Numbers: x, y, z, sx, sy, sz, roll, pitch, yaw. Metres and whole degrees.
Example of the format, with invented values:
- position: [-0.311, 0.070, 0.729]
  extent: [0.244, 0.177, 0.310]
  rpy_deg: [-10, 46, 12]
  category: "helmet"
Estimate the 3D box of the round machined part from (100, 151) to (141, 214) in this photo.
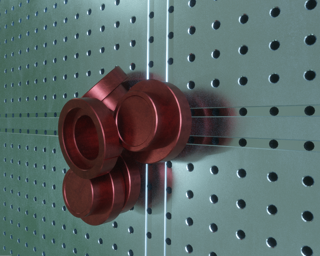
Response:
- position: [-0.077, 0.075, 0.436]
  extent: [0.098, 0.042, 0.097]
  rpy_deg: [0, 90, 40]
  category: "round machined part"

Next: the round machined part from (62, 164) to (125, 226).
- position: [-0.096, 0.084, 0.424]
  extent: [0.098, 0.042, 0.097]
  rpy_deg: [0, 90, 40]
  category: "round machined part"

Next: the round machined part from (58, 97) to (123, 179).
- position: [-0.081, 0.010, 0.383]
  extent: [0.098, 0.042, 0.097]
  rpy_deg: [10, 105, 41]
  category: "round machined part"

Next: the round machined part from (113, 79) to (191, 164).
- position: [-0.016, -0.008, 0.356]
  extent: [0.098, 0.042, 0.097]
  rpy_deg: [-1, 89, 40]
  category: "round machined part"

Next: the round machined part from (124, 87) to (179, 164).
- position: [-0.018, -0.004, 0.387]
  extent: [0.098, 0.042, 0.097]
  rpy_deg: [0, 90, 40]
  category: "round machined part"

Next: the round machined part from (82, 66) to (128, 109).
- position: [-0.081, -0.040, 0.442]
  extent: [0.098, 0.098, 0.042]
  rpy_deg: [-34, 104, 35]
  category: "round machined part"
